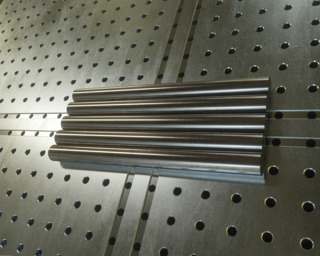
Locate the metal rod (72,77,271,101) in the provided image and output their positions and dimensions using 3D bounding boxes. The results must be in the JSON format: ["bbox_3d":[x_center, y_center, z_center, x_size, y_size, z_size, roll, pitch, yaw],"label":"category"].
[{"bbox_3d":[-0.002,-0.050,0.439,0.300,0.025,0.025,1,62,28],"label":"metal rod"}]

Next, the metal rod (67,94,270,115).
[{"bbox_3d":[-0.008,-0.028,0.428,0.300,0.025,0.025,1,62,28],"label":"metal rod"}]

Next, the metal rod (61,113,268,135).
[{"bbox_3d":[-0.014,-0.005,0.417,0.300,0.025,0.025,1,62,28],"label":"metal rod"}]

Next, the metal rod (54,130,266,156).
[{"bbox_3d":[-0.020,0.017,0.407,0.300,0.025,0.025,1,62,28],"label":"metal rod"}]

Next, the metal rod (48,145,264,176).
[{"bbox_3d":[-0.025,0.038,0.397,0.300,0.025,0.025,0,62,27],"label":"metal rod"}]
